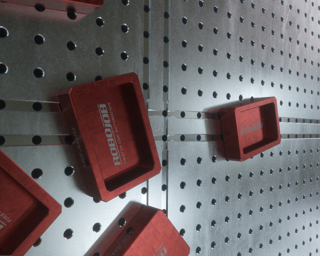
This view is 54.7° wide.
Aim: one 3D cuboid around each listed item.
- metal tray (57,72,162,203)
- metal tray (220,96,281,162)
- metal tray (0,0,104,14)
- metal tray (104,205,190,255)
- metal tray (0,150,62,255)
[{"bbox_3d":[-0.054,0.008,0.361,0.091,0.030,0.129,-23,105,-38],"label":"metal tray"},{"bbox_3d":[0.163,-0.002,0.545,0.131,0.030,0.089,-16,100,-39],"label":"metal tray"},{"bbox_3d":[-0.123,-0.169,0.303,0.131,0.030,0.089,-8,95,-40],"label":"metal tray"},{"bbox_3d":[-0.026,0.175,0.387,0.131,0.030,0.090,-47,118,-30],"label":"metal tray"},{"bbox_3d":[-0.163,0.064,0.269,0.090,0.030,0.130,-51,120,-28],"label":"metal tray"}]
